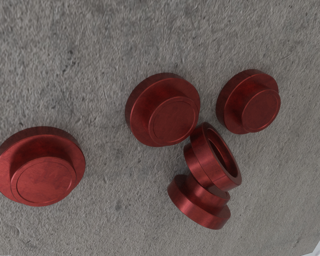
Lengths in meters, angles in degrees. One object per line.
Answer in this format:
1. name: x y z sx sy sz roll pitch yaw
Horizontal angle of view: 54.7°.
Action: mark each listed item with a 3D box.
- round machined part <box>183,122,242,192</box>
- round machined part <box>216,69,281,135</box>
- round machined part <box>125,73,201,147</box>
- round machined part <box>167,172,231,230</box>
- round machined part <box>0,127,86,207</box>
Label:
1. round machined part: 0.069 0.044 0.429 0.042 0.098 0.098 -33 132 21
2. round machined part: 0.134 -0.032 0.449 0.099 0.042 0.097 -14 124 -21
3. round machined part: 0.009 -0.016 0.390 0.099 0.042 0.097 -14 124 -21
4. round machined part: 0.063 0.098 0.455 0.099 0.098 0.042 22 107 -36
5. round machined part: -0.134 0.050 0.354 0.099 0.042 0.097 -14 124 -21
